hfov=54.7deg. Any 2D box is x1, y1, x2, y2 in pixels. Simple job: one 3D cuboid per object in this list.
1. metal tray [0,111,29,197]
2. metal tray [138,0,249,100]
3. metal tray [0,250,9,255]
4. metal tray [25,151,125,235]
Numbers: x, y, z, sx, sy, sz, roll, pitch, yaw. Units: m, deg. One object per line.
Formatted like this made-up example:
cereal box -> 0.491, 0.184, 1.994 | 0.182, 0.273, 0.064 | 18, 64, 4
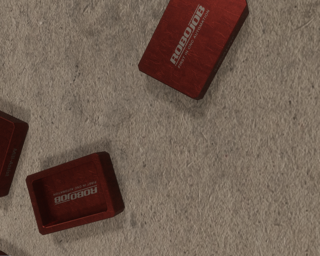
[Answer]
metal tray -> -0.274, 0.038, 0.501 | 0.090, 0.030, 0.129 | 22, 97, 18
metal tray -> 0.041, -0.112, 0.391 | 0.090, 0.030, 0.129 | 30, 100, 17
metal tray -> -0.229, 0.265, 0.484 | 0.130, 0.030, 0.089 | 21, 97, 18
metal tray -> -0.125, 0.095, 0.448 | 0.130, 0.030, 0.090 | -19, 84, 18
